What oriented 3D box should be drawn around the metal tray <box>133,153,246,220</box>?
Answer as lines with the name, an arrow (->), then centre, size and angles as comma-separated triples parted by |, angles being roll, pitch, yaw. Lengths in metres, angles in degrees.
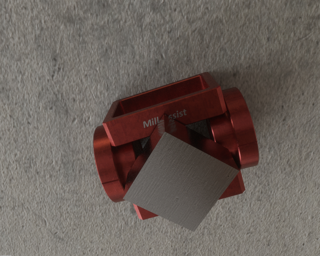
metal tray -> 0.033, 0.064, 0.399 | 0.131, 0.090, 0.030 | -16, 110, 5

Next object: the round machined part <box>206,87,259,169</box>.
round machined part -> 0.082, 0.003, 0.374 | 0.042, 0.098, 0.097 | -15, 110, 5

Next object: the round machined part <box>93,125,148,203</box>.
round machined part -> -0.044, 0.040, 0.386 | 0.042, 0.098, 0.097 | -15, 110, 5

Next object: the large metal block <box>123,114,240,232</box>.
large metal block -> 0.019, 0.045, 0.316 | 0.080, 0.050, 0.080 | 28, 107, -10

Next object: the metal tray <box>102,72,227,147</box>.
metal tray -> 0.004, -0.026, 0.368 | 0.131, 0.090, 0.030 | -17, 109, 6
